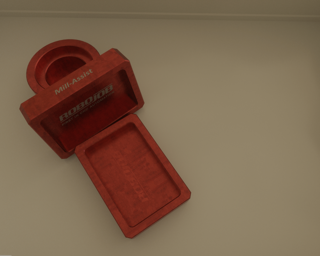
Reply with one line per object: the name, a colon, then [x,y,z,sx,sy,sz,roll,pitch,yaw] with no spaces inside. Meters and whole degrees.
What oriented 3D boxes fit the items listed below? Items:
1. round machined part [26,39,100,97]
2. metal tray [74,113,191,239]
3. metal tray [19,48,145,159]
round machined part: [-0.124,-0.069,0.421,0.099,0.042,0.098,-1,64,1]
metal tray: [-0.034,0.057,0.385,0.090,0.030,0.130,-32,74,-11]
metal tray: [-0.088,-0.028,0.381,0.131,0.090,0.030,-35,57,-12]
